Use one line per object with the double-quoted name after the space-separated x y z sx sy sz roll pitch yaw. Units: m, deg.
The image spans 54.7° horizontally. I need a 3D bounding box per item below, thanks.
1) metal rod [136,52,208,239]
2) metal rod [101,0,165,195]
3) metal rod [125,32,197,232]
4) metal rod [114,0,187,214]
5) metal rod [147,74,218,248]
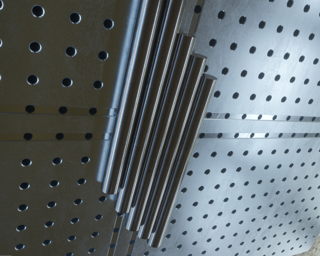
0.010 0.041 0.443 0.025 0.025 0.298 1 118 -29 "metal rod"
-0.032 -0.047 0.365 0.025 0.025 0.298 1 118 -29 "metal rod"
-0.006 0.021 0.422 0.025 0.025 0.298 1 118 -29 "metal rod"
-0.018 -0.014 0.393 0.025 0.025 0.298 1 118 -29 "metal rod"
0.026 0.063 0.466 0.025 0.025 0.298 1 118 -29 "metal rod"
